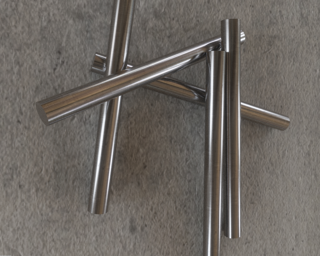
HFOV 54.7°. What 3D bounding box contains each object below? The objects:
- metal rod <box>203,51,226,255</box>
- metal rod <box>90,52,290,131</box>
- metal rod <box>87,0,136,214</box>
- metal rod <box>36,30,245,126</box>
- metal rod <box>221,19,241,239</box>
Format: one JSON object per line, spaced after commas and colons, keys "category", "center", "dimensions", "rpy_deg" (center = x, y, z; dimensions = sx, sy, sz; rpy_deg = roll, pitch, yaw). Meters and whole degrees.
{"category": "metal rod", "center": [0.072, 0.050, 0.415], "dimensions": [0.025, 0.025, 0.298], "rpy_deg": [-4, 99, -20]}
{"category": "metal rod", "center": [0.055, -0.044, 0.430], "dimensions": [0.302, 0.025, 0.025], "rpy_deg": [15, 85, -20]}
{"category": "metal rod", "center": [-0.055, -0.045, 0.366], "dimensions": [0.025, 0.025, 0.298], "rpy_deg": [6, 97, -20]}
{"category": "metal rod", "center": [0.002, -0.073, 0.373], "dimensions": [0.302, 0.025, 0.025], "rpy_deg": [-28, 100, -32]}
{"category": "metal rod", "center": [0.098, 0.008, 0.425], "dimensions": [0.025, 0.025, 0.298], "rpy_deg": [-6, 100, -20]}
